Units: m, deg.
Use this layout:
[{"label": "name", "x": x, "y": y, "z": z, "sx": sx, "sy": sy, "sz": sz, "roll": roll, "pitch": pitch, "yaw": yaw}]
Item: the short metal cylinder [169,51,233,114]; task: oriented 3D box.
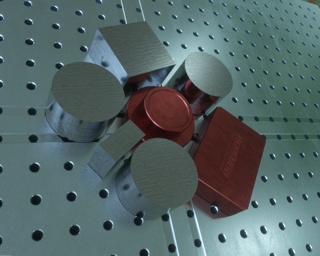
[{"label": "short metal cylinder", "x": 0.061, "y": -0.067, "z": 0.465, "sx": 0.081, "sy": 0.050, "sz": 0.080, "roll": 14, "pitch": 56, "yaw": -21}]

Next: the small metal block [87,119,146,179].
[{"label": "small metal block", "x": -0.049, "y": 0.024, "z": 0.350, "sx": 0.025, "sy": 0.050, "sz": 0.050, "roll": 45, "pitch": 51, "yaw": 2}]

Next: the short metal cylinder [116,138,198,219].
[{"label": "short metal cylinder", "x": -0.004, "y": 0.058, "z": 0.353, "sx": 0.081, "sy": 0.050, "sz": 0.080, "roll": 14, "pitch": 56, "yaw": -21}]

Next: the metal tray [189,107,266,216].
[{"label": "metal tray", "x": 0.090, "y": 0.041, "z": 0.426, "sx": 0.090, "sy": 0.030, "sz": 0.130, "roll": 35, "pitch": 51, "yaw": -5}]

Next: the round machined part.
[{"label": "round machined part", "x": 0.003, "y": -0.016, "z": 0.407, "sx": 0.099, "sy": 0.042, "sz": 0.098, "roll": 14, "pitch": 56, "yaw": -21}]

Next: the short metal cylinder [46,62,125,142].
[{"label": "short metal cylinder", "x": -0.088, "y": -0.030, "z": 0.362, "sx": 0.081, "sy": 0.050, "sz": 0.080, "roll": 14, "pitch": 56, "yaw": -21}]

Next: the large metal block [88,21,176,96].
[{"label": "large metal block", "x": -0.039, "y": -0.096, "z": 0.430, "sx": 0.081, "sy": 0.050, "sz": 0.080, "roll": -24, "pitch": 75, "yaw": -36}]
